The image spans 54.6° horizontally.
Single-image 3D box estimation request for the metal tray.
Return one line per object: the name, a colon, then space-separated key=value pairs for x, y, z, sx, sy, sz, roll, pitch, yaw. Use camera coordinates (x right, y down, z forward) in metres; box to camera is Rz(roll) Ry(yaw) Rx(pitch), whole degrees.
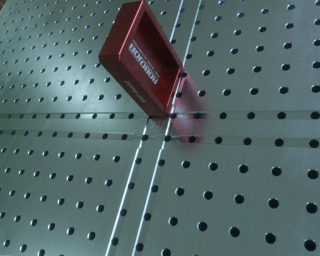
metal tray: x=-0.017 y=-0.084 z=0.402 sx=0.030 sy=0.130 sz=0.090 roll=4 pitch=64 yaw=30
